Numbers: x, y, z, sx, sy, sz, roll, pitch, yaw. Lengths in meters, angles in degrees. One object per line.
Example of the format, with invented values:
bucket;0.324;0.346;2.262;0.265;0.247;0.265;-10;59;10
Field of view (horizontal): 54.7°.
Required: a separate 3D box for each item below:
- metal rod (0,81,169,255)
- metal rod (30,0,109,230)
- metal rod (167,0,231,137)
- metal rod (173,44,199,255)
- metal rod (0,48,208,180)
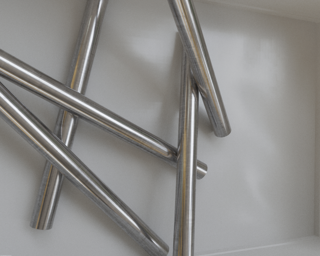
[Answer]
metal rod;-0.087;0.059;0.356;0.025;0.025;0.300;-46;113;-14
metal rod;-0.105;-0.031;0.371;0.025;0.025;0.299;14;85;-20
metal rod;0.038;-0.100;0.353;0.025;0.025;0.299;-39;130;-15
metal rod;0.036;0.010;0.395;0.025;0.025;0.299;8;77;-20
metal rod;-0.060;-0.008;0.367;0.301;0.025;0.025;30;80;-26
